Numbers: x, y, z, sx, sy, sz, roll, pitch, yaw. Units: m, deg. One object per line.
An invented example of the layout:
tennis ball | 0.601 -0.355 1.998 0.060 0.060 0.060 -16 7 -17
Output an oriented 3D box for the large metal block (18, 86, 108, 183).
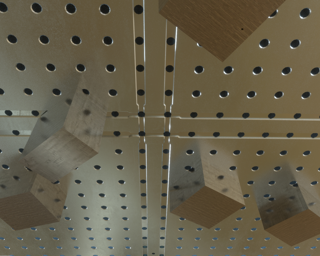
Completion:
large metal block | -0.116 0.008 0.380 0.080 0.080 0.050 -33 123 24

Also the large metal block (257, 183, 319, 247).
large metal block | 0.228 0.149 0.526 0.080 0.050 0.080 35 122 -26

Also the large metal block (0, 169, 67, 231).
large metal block | -0.208 0.112 0.487 0.080 0.050 0.080 -14 129 11

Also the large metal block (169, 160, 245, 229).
large metal block | 0.071 0.106 0.487 0.080 0.050 0.080 29 124 -23

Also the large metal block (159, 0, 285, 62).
large metal block | 0.055 -0.124 0.291 0.080 0.050 0.080 31 124 -24
